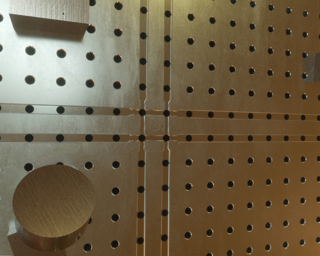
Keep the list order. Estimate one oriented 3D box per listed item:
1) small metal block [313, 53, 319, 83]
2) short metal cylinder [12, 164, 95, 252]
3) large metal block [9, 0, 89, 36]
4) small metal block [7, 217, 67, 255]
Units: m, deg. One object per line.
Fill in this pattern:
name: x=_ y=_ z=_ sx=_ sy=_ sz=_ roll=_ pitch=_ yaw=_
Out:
small metal block: x=0.290 y=-0.099 z=0.522 sx=0.050 sy=0.025 sz=0.050 roll=6 pitch=88 yaw=-20
short metal cylinder: x=-0.115 y=0.087 z=0.338 sx=0.081 sy=0.050 sz=0.080 roll=11 pitch=51 yaw=-14
large metal block: x=-0.125 y=-0.156 z=0.353 sx=0.081 sy=0.050 sz=0.079 roll=1 pitch=90 yaw=-21
small metal block: x=-0.142 y=0.134 z=0.361 sx=0.050 sy=0.025 sz=0.050 roll=-18 pitch=97 yaw=-19
